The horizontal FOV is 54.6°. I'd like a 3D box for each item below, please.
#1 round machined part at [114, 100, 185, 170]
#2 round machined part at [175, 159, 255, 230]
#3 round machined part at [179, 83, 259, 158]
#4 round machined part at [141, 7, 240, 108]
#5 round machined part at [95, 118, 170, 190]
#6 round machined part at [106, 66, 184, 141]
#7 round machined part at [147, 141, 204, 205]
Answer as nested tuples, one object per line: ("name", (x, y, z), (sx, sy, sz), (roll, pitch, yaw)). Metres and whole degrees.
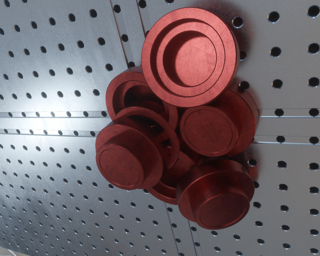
("round machined part", (-0.012, 0.007, 0.411), (0.098, 0.042, 0.097), (13, 124, 21))
("round machined part", (0.072, 0.089, 0.386), (0.099, 0.042, 0.097), (-6, 127, -8))
("round machined part", (0.062, -0.005, 0.364), (0.098, 0.042, 0.097), (13, 124, 21))
("round machined part", (0.034, -0.071, 0.324), (0.098, 0.042, 0.097), (3, 99, 21))
("round machined part", (-0.041, 0.039, 0.392), (0.098, 0.042, 0.097), (13, 124, 21))
("round machined part", (-0.015, -0.031, 0.390), (0.098, 0.042, 0.097), (13, 124, 21))
("round machined part", (0.019, 0.054, 0.424), (0.098, 0.042, 0.097), (13, 124, 21))
